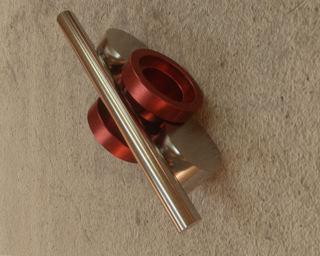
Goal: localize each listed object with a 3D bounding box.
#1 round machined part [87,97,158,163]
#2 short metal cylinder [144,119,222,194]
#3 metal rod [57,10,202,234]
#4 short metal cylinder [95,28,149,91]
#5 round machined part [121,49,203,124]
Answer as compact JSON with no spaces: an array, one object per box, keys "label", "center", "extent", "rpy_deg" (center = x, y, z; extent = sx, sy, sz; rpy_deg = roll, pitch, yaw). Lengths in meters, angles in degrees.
[{"label":"round machined part","center":[-0.037,-0.008,0.385],"extent":[0.042,0.099,0.098],"rpy_deg":[-45,64,26]},{"label":"short metal cylinder","center":[0.023,0.030,0.350],"extent":[0.050,0.081,0.080],"rpy_deg":[-46,63,30]},{"label":"metal rod","center":[-0.047,-0.026,0.339],"extent":[0.025,0.025,0.299],"rpy_deg":[-47,62,29]},{"label":"short metal cylinder","center":[-0.049,-0.085,0.408],"extent":[0.050,0.081,0.080],"rpy_deg":[-46,63,30]},{"label":"round machined part","center":[-0.002,-0.043,0.359],"extent":[0.042,0.099,0.098],"rpy_deg":[-49,61,34]}]
